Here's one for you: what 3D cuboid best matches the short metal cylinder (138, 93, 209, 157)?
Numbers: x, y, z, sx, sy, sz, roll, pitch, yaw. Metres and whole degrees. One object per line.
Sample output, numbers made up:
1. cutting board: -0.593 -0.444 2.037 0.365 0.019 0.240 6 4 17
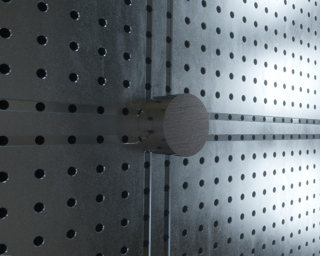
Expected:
1. short metal cylinder: 0.019 -0.004 0.407 0.081 0.050 0.080 0 90 -40
